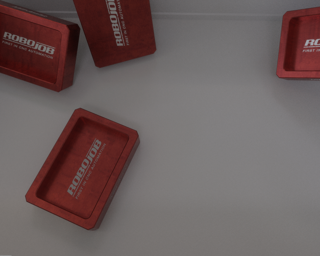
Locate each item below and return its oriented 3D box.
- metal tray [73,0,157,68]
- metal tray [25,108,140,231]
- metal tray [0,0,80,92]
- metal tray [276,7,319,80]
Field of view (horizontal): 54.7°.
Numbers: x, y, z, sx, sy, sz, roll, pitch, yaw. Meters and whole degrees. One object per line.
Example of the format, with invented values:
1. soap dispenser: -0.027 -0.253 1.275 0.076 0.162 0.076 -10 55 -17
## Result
1. metal tray: -0.059 -0.148 0.406 0.091 0.129 0.030 -17 50 -6
2. metal tray: -0.092 0.049 0.388 0.090 0.030 0.130 22 71 8
3. metal tray: -0.179 -0.111 0.417 0.131 0.030 0.089 19 115 6
4. metal tray: 0.219 -0.106 0.389 0.130 0.030 0.089 10 97 45
